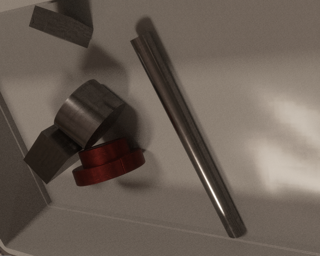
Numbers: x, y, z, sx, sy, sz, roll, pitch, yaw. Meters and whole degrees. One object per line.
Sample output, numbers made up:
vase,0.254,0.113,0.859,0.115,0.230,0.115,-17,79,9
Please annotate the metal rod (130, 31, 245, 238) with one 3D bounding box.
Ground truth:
metal rod,0.043,0.021,0.398,0.025,0.025,0.299,-16,111,34

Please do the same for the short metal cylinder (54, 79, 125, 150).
short metal cylinder,-0.091,-0.017,0.409,0.050,0.080,0.080,39,129,1

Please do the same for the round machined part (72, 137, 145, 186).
round machined part,-0.073,0.042,0.427,0.098,0.099,0.042,-15,94,34

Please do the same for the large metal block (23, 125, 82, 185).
large metal block,-0.142,0.027,0.460,0.050,0.080,0.080,47,129,0

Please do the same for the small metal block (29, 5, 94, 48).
small metal block,-0.118,-0.121,0.374,0.050,0.050,0.025,22,98,14
